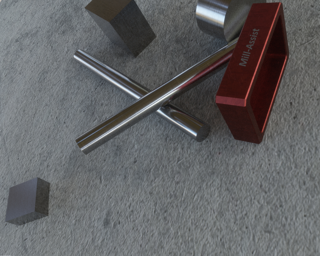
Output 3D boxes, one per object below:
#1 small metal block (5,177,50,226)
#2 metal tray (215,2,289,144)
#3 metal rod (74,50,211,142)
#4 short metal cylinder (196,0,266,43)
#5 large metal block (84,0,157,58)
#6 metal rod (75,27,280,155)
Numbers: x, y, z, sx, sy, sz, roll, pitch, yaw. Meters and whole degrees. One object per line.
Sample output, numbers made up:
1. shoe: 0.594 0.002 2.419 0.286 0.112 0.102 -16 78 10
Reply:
1. small metal block: -0.185 0.103 0.435 0.050 0.025 0.050 -21 54 15
2. metal tray: 0.107 -0.059 0.341 0.030 0.090 0.130 12 67 33
3. metal rod: -0.045 -0.061 0.463 0.300 0.025 0.025 35 81 38
4. short metal cylinder: 0.095 -0.157 0.414 0.080 0.080 0.050 -47 52 -5
5. large metal block: -0.064 -0.172 0.506 0.050 0.080 0.080 -47 52 -4
6. metal rod: 0.029 -0.057 0.396 0.301 0.025 0.025 -32 51 -4
